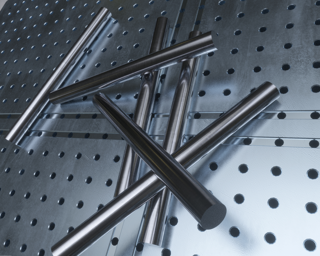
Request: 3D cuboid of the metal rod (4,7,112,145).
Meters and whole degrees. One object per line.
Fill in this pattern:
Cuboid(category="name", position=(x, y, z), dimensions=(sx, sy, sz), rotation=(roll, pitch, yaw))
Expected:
Cuboid(category="metal rod", position=(-0.180, -0.102, 0.566), dimensions=(0.025, 0.025, 0.300), rotation=(21, 73, 36))

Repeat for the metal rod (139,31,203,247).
Cuboid(category="metal rod", position=(0.022, -0.005, 0.400), dimensions=(0.025, 0.025, 0.300), rotation=(0, 61, 28))

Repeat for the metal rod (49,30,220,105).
Cuboid(category="metal rod", position=(-0.057, -0.081, 0.461), dimensions=(0.300, 0.025, 0.025), rotation=(-13, 56, 31))

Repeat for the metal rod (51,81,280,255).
Cuboid(category="metal rod", position=(0.013, 0.044, 0.345), dimensions=(0.301, 0.025, 0.025), rotation=(-37, 50, -8))

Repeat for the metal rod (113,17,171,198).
Cuboid(category="metal rod", position=(-0.020, -0.044, 0.446), dimensions=(0.025, 0.025, 0.300), rotation=(-4, 60, 26))

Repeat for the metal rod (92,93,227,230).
Cuboid(category="metal rod", position=(-0.026, 0.013, 0.367), dimensions=(0.025, 0.025, 0.300), rotation=(-46, 36, -3))
